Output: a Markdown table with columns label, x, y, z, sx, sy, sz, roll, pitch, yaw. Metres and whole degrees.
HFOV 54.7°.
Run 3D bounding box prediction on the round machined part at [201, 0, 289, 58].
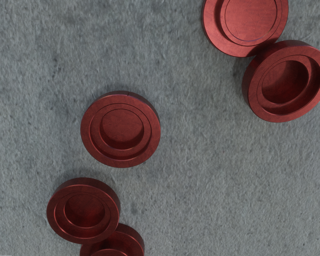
| label | x | y | z | sx | sy | sz | roll | pitch | yaw |
| --- | --- | --- | --- | --- | --- | --- | --- | --- | --- |
| round machined part | 0.098 | -0.130 | 0.354 | 0.099 | 0.042 | 0.097 | 0 | 110 | -1 |

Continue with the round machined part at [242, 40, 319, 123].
| label | x | y | z | sx | sy | sz | roll | pitch | yaw |
| --- | --- | --- | --- | --- | --- | --- | --- | --- | --- |
| round machined part | 0.146 | -0.059 | 0.374 | 0.099 | 0.042 | 0.097 | -4 | 122 | -6 |

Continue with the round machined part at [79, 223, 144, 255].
| label | x | y | z | sx | sy | sz | roll | pitch | yaw |
| --- | --- | --- | --- | --- | --- | --- | --- | --- | --- |
| round machined part | -0.074 | 0.198 | 0.473 | 0.099 | 0.042 | 0.097 | 0 | 110 | -1 |

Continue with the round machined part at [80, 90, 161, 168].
| label | x | y | z | sx | sy | sz | roll | pitch | yaw |
| --- | --- | --- | --- | --- | --- | --- | --- | --- | --- |
| round machined part | -0.048 | -0.001 | 0.400 | 0.099 | 0.042 | 0.097 | 0 | 110 | -1 |

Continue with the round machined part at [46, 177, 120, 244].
| label | x | y | z | sx | sy | sz | roll | pitch | yaw |
| --- | --- | --- | --- | --- | --- | --- | --- | --- | --- |
| round machined part | -0.105 | 0.112 | 0.441 | 0.099 | 0.042 | 0.097 | 0 | 110 | -1 |
